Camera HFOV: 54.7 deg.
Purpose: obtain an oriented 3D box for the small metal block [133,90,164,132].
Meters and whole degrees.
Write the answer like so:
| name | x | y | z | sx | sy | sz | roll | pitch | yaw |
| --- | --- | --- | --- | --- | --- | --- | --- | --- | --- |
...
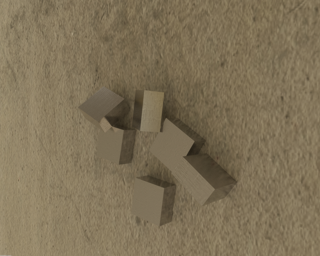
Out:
| name | x | y | z | sx | sy | sz | roll | pitch | yaw |
| --- | --- | --- | --- | --- | --- | --- | --- | --- | --- |
| small metal block | -0.017 | -0.023 | 0.401 | 0.050 | 0.025 | 0.050 | -157 | 73 | -72 |

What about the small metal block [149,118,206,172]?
| name | x | y | z | sx | sy | sz | roll | pitch | yaw |
| --- | --- | --- | --- | --- | --- | --- | --- | --- | --- |
| small metal block | 0.021 | 0.022 | 0.386 | 0.050 | 0.025 | 0.050 | 41 | 115 | 32 |

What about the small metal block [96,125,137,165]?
| name | x | y | z | sx | sy | sz | roll | pitch | yaw |
| --- | --- | --- | --- | --- | --- | --- | --- | --- | --- |
| small metal block | -0.065 | 0.022 | 0.456 | 0.050 | 0.025 | 0.050 | 15 | 100 | 38 |

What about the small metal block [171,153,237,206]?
| name | x | y | z | sx | sy | sz | roll | pitch | yaw |
| --- | --- | --- | --- | --- | --- | --- | --- | --- | --- |
| small metal block | 0.050 | 0.056 | 0.346 | 0.050 | 0.050 | 0.025 | 45 | 117 | 30 |

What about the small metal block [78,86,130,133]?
| name | x | y | z | sx | sy | sz | roll | pitch | yaw |
| --- | --- | --- | --- | --- | --- | --- | --- | --- | --- |
| small metal block | -0.081 | -0.028 | 0.452 | 0.050 | 0.025 | 0.050 | 32 | 66 | 35 |

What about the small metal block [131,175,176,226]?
| name | x | y | z | sx | sy | sz | roll | pitch | yaw |
| --- | --- | --- | --- | --- | --- | --- | --- | --- | --- |
| small metal block | -0.009 | 0.095 | 0.410 | 0.050 | 0.025 | 0.050 | 12 | 97 | 39 |
